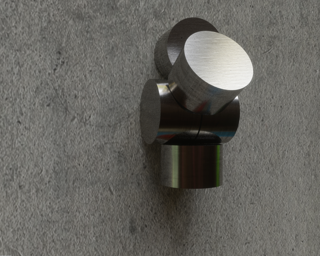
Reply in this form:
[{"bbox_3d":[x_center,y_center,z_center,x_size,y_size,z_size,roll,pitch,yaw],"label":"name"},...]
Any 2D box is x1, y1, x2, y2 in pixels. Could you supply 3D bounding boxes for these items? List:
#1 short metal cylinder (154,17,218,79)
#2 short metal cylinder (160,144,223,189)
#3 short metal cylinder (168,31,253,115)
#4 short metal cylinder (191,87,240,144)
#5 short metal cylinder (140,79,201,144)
[{"bbox_3d":[0.038,-0.099,0.413,0.081,0.050,0.079,0,90,-21],"label":"short metal cylinder"},{"bbox_3d":[0.040,0.045,0.397,0.081,0.080,0.050,0,90,-20],"label":"short metal cylinder"},{"bbox_3d":[0.055,-0.061,0.348,0.081,0.050,0.080,10,59,-16],"label":"short metal cylinder"},{"bbox_3d":[0.060,-0.019,0.404,0.050,0.080,0.079,0,90,-20],"label":"short metal cylinder"},{"bbox_3d":[0.010,-0.020,0.386,0.050,0.080,0.079,1,90,-21],"label":"short metal cylinder"}]
